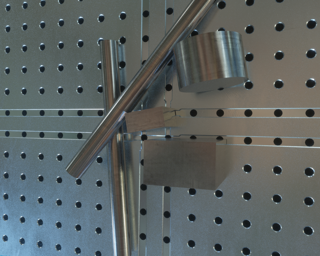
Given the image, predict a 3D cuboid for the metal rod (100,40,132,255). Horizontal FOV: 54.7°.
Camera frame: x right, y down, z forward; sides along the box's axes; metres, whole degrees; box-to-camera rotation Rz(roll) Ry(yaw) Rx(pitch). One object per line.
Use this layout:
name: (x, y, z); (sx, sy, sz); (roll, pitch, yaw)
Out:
metal rod: (-0.062, 0.028, 0.433); (0.025, 0.025, 0.298); (-4, 89, 19)

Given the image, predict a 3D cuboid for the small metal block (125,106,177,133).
small metal block: (-0.011, -0.010, 0.402); (0.050, 0.050, 0.025); (-10, 87, 19)

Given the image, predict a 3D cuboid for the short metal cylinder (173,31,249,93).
short metal cylinder: (0.059, -0.074, 0.362); (0.080, 0.080, 0.050); (-9, 87, 19)

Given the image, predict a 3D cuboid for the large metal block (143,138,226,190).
large metal block: (0.033, 0.039, 0.371); (0.080, 0.080, 0.050); (1, 91, 19)

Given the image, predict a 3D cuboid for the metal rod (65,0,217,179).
metal rod: (-0.024, -0.058, 0.402); (0.025, 0.025, 0.299); (39, 95, 15)
